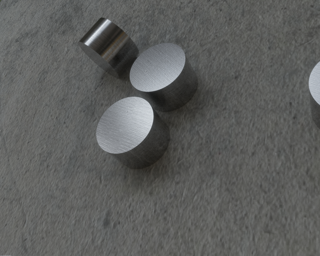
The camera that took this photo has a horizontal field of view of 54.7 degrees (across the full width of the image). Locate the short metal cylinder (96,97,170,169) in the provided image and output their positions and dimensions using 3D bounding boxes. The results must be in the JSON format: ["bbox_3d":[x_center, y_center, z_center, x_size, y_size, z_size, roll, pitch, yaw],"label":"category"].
[{"bbox_3d":[-0.034,0.007,0.400,0.080,0.050,0.080,-13,56,20],"label":"short metal cylinder"}]

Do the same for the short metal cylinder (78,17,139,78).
[{"bbox_3d":[-0.080,-0.124,0.485,0.080,0.080,0.050,33,80,38],"label":"short metal cylinder"}]

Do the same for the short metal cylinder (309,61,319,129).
[{"bbox_3d":[0.193,-0.033,0.307,0.080,0.050,0.080,-13,56,20],"label":"short metal cylinder"}]

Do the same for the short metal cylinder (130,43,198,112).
[{"bbox_3d":[0.006,-0.069,0.426,0.080,0.050,0.080,-13,56,20],"label":"short metal cylinder"}]
